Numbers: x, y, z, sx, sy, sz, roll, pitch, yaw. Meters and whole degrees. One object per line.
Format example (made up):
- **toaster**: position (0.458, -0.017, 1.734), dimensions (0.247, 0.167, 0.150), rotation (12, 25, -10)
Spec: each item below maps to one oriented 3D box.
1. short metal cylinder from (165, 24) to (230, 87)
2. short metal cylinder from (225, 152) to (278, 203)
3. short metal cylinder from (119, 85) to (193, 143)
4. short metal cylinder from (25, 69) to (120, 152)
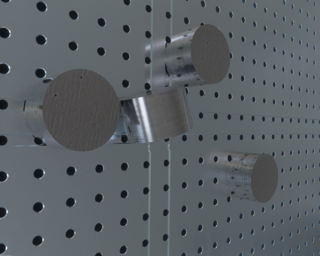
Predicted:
- **short metal cylinder**: position (0.054, -0.100, 0.437), dimensions (0.081, 0.050, 0.079), rotation (0, 90, -40)
- **short metal cylinder**: position (0.155, 0.082, 0.523), dimensions (0.081, 0.050, 0.079), rotation (0, 90, -40)
- **short metal cylinder**: position (-0.005, -0.018, 0.369), dimensions (0.081, 0.080, 0.050), rotation (-21, 104, -38)
- **short metal cylinder**: position (-0.089, -0.017, 0.318), dimensions (0.081, 0.050, 0.079), rotation (0, 90, -40)
